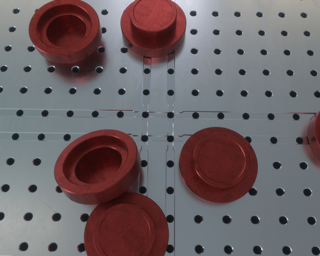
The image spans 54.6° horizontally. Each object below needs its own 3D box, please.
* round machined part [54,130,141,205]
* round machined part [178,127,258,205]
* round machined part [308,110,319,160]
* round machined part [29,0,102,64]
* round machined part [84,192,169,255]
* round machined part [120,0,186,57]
[{"bbox_3d":[-0.070,0.050,0.370,0.098,0.042,0.098,-7,42,7],"label":"round machined part"},{"bbox_3d":[0.073,0.044,0.387,0.099,0.042,0.098,0,70,0],"label":"round machined part"},{"bbox_3d":[0.250,0.008,0.401,0.099,0.042,0.098,0,70,0],"label":"round machined part"},{"bbox_3d":[-0.134,-0.136,0.452,0.099,0.042,0.098,0,70,0],"label":"round machined part"},{"bbox_3d":[-0.039,0.123,0.358,0.099,0.042,0.098,0,70,0],"label":"round machined part"},{"bbox_3d":[-0.010,-0.158,0.461,0.099,0.042,0.098,0,70,0],"label":"round machined part"}]
